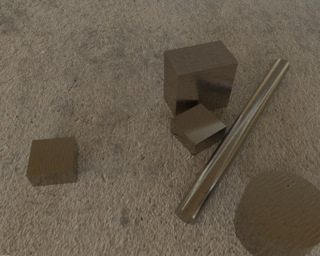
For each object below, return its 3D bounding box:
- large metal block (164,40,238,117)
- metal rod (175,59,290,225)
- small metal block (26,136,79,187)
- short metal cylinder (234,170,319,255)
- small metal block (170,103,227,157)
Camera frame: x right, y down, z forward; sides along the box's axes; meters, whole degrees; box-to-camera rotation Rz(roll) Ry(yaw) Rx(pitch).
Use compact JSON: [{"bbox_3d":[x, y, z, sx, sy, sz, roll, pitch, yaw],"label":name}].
[{"bbox_3d":[0.052,-0.065,0.423,0.081,0.080,0.050,-14,52,-12],"label":"large metal block"},{"bbox_3d":[0.109,-0.003,0.406,0.025,0.025,0.301,27,55,20],"label":"metal rod"},{"bbox_3d":[-0.126,0.039,0.369,0.050,0.025,0.050,-5,50,-5],"label":"small metal block"},{"bbox_3d":[0.120,0.090,0.313,0.081,0.050,0.080,0,50,0],"label":"short metal cylinder"},{"bbox_3d":[0.049,0.001,0.403,0.050,0.025,0.050,-29,56,-22],"label":"small metal block"}]
